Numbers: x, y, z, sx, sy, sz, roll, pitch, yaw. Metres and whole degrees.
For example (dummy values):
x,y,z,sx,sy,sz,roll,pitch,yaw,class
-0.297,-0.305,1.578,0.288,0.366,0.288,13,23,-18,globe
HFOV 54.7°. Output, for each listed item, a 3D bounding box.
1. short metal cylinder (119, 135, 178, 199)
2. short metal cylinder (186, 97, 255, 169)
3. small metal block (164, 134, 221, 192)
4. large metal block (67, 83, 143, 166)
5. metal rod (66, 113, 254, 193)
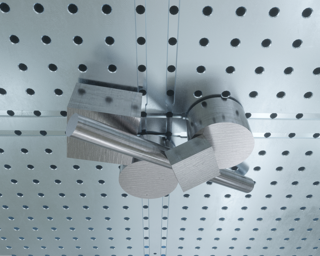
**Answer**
x,y,z,sx,sy,sz,roll,pitch,yaw,class
-0.015,0.055,0.437,0.081,0.050,0.079,0,130,0,short metal cylinder
0.075,0.008,0.398,0.081,0.050,0.079,0,130,0,short metal cylinder
0.039,0.042,0.368,0.050,0.025,0.050,-25,128,-3,small metal block
-0.069,-0.003,0.385,0.081,0.050,0.079,8,130,-7,large metal block
0.025,0.043,0.398,0.302,0.025,0.025,22,128,-36,metal rod
